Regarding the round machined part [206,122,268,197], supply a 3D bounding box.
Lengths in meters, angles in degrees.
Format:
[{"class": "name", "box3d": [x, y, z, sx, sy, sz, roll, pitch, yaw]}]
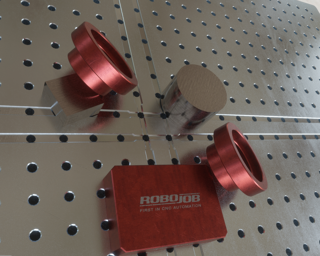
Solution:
[{"class": "round machined part", "box3d": [0.097, 0.045, 0.407, 0.098, 0.042, 0.098, 44, 27, -30]}]

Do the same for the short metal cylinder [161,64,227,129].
[{"class": "short metal cylinder", "box3d": [0.048, -0.045, 0.447, 0.081, 0.050, 0.080, 14, 56, -21]}]

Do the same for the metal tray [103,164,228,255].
[{"class": "metal tray", "box3d": [0.007, 0.089, 0.356, 0.131, 0.030, 0.090, 3, 61, -27]}]

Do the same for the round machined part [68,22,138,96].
[{"class": "round machined part", "box3d": [-0.075, -0.079, 0.385, 0.098, 0.042, 0.098, 50, 12, -14]}]

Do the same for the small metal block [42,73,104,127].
[{"class": "small metal block", "box3d": [-0.105, -0.036, 0.374, 0.050, 0.025, 0.050, -26, 76, -37]}]
